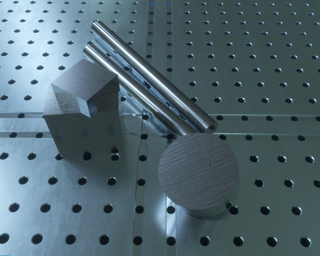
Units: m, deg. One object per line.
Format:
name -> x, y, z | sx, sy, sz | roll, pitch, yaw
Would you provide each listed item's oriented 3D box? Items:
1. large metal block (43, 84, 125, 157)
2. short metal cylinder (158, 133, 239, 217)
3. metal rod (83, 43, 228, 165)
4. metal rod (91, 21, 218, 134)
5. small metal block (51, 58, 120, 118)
large metal block -> -0.087, -0.010, 0.380 | 0.081, 0.080, 0.050 | -4, 50, -4
short metal cylinder -> 0.043, 0.051, 0.332 | 0.080, 0.050, 0.080 | -6, 64, 13
metal rod -> -0.020, -0.041, 0.441 | 0.025, 0.025, 0.300 | -33, 58, -25
metal rod -> -0.023, -0.090, 0.482 | 0.025, 0.025, 0.300 | -30, 56, -23
small metal block -> -0.081, -0.045, 0.341 | 0.050, 0.025, 0.050 | 27, 55, 21
